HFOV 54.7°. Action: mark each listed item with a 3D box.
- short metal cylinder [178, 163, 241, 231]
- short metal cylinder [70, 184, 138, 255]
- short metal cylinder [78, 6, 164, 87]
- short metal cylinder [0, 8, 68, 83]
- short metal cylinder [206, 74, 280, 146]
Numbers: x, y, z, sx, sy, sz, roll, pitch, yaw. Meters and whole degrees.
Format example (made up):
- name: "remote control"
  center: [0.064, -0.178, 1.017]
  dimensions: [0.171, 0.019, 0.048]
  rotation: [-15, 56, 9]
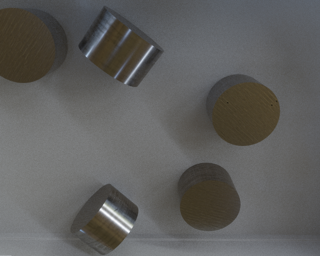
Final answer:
- name: "short metal cylinder"
  center: [0.067, 0.096, 0.434]
  dimensions: [0.081, 0.050, 0.079]
  rotation: [0, 110, -1]
- name: "short metal cylinder"
  center: [-0.076, 0.124, 0.427]
  dimensions: [0.080, 0.080, 0.050]
  rotation: [-43, 105, 14]
- name: "short metal cylinder"
  center: [-0.043, -0.091, 0.348]
  dimensions: [0.080, 0.080, 0.050]
  rotation: [35, 106, -12]
- name: "short metal cylinder"
  center: [-0.155, -0.097, 0.360]
  dimensions: [0.081, 0.050, 0.079]
  rotation: [0, 110, -1]
- name: "short metal cylinder"
  center: [0.102, -0.024, 0.391]
  dimensions: [0.081, 0.050, 0.079]
  rotation: [0, 110, -1]
